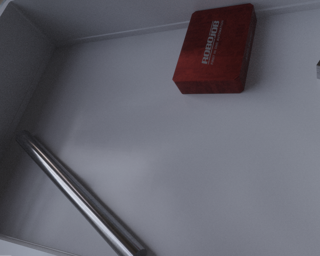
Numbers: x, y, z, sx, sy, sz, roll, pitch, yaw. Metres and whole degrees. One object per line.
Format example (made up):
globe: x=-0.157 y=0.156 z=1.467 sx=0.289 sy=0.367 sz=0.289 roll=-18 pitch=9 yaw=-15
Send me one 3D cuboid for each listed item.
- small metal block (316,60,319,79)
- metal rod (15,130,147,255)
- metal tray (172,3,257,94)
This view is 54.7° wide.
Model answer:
small metal block: x=0.210 y=-0.074 z=0.341 sx=0.050 sy=0.025 sz=0.050 roll=28 pitch=77 yaw=37
metal rod: x=-0.125 y=0.077 z=0.421 sx=0.300 sy=0.025 sz=0.025 roll=32 pitch=79 yaw=37
metal tray: x=0.077 y=-0.109 z=0.428 sx=0.090 sy=0.030 sz=0.130 roll=3 pitch=63 yaw=29
